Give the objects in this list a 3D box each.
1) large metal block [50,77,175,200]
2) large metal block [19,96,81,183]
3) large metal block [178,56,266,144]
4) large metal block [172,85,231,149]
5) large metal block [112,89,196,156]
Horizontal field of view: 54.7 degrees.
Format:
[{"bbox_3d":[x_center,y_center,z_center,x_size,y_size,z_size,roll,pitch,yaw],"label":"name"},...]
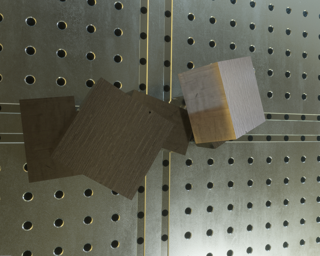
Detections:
[{"bbox_3d":[-0.047,0.010,0.296,0.080,0.050,0.080,33,79,-17],"label":"large metal block"},{"bbox_3d":[-0.119,0.010,0.339,0.050,0.080,0.079,-7,93,-20],"label":"large metal block"},{"bbox_3d":[0.073,-0.034,0.355,0.081,0.050,0.080,-22,99,-48],"label":"large metal block"},{"bbox_3d":[0.076,-0.027,0.429,0.080,0.050,0.080,-32,101,-18],"label":"large metal block"},{"bbox_3d":[-0.013,-0.005,0.379,0.081,0.080,0.050,20,84,-19],"label":"large metal block"}]
